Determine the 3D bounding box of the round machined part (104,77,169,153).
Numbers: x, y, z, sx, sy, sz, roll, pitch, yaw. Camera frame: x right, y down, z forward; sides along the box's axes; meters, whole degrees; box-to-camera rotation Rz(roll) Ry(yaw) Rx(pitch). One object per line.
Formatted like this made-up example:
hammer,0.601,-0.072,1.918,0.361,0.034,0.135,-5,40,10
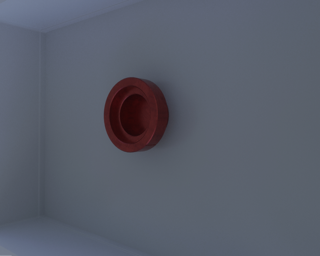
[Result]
round machined part,-0.027,-0.017,0.416,0.098,0.042,0.097,0,90,39
